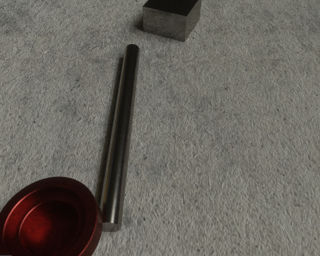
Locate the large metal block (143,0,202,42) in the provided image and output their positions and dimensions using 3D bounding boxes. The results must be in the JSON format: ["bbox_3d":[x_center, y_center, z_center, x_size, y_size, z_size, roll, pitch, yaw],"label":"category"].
[{"bbox_3d":[0.023,-0.208,0.562,0.080,0.050,0.080,18,52,15],"label":"large metal block"}]

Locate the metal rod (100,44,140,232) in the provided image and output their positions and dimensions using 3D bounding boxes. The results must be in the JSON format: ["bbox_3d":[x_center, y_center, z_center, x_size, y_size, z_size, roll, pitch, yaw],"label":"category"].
[{"bbox_3d":[-0.049,-0.013,0.413,0.025,0.025,0.300,1,50,1],"label":"metal rod"}]

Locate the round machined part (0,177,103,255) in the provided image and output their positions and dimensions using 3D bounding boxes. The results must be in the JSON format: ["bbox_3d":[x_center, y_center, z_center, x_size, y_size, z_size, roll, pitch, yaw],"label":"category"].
[{"bbox_3d":[-0.104,0.100,0.303,0.099,0.042,0.098,-3,51,4],"label":"round machined part"}]
